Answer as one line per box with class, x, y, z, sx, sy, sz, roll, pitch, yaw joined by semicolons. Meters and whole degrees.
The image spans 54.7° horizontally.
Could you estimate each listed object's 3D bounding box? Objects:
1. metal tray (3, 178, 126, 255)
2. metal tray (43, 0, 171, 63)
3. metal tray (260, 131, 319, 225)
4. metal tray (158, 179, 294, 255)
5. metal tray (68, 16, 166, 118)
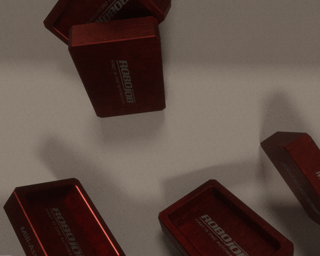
metal tray;-0.106;0.121;0.353;0.130;0.091;0.030;50;115;24
metal tray;-0.063;-0.129;0.351;0.090;0.130;0.030;39;49;-24
metal tray;0.185;0.066;0.381;0.030;0.090;0.130;-35;90;0
metal tray;0.070;0.124;0.353;0.091;0.130;0.030;-29;129;-20
metal tray;-0.042;-0.063;0.360;0.091;0.129;0.030;-7;59;-1
